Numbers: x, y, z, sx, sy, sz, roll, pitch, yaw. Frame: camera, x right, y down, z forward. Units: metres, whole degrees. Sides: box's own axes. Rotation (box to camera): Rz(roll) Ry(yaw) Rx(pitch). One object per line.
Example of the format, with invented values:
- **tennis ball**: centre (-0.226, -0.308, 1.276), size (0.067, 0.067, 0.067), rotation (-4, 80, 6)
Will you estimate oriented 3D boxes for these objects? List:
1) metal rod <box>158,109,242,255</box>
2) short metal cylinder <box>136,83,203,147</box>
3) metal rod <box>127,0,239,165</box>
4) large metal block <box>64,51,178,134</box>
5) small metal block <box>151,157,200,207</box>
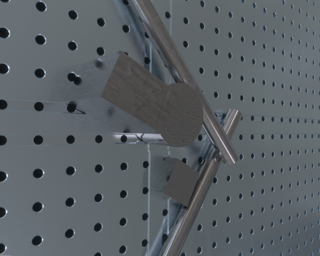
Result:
- **metal rod**: centre (0.056, 0.096, 0.456), size (0.025, 0.025, 0.300), rotation (44, 63, -31)
- **short metal cylinder**: centre (0.010, -0.017, 0.401), size (0.081, 0.050, 0.079), rotation (-1, 92, -40)
- **metal rod**: centre (0.030, -0.071, 0.417), size (0.025, 0.025, 0.299), rotation (-44, 112, -31)
- **large metal block**: centre (-0.043, -0.033, 0.338), size (0.080, 0.080, 0.050), rotation (32, 70, -36)
- **small metal block**: centre (0.023, 0.074, 0.429), size (0.050, 0.025, 0.050), rotation (37, 68, -34)
